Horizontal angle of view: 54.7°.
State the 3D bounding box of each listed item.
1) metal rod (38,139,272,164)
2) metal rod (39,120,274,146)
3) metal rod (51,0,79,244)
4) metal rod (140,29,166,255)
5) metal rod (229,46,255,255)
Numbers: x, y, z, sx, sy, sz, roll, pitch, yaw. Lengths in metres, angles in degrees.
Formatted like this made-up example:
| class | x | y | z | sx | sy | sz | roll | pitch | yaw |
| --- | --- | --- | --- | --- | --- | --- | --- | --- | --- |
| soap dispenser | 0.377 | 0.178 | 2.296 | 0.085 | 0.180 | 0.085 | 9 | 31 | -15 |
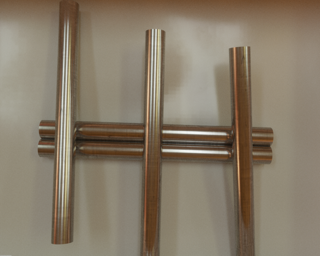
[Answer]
| class | x | y | z | sx | sy | sz | roll | pitch | yaw |
| --- | --- | --- | --- | --- | --- | --- | --- | --- | --- |
| metal rod | -0.006 | 0.031 | 0.410 | 0.302 | 0.025 | 0.025 | 2 | 90 | -1 |
| metal rod | -0.004 | 0.007 | 0.410 | 0.302 | 0.025 | 0.025 | 2 | 90 | -1 |
| metal rod | -0.117 | -0.014 | 0.385 | 0.025 | 0.025 | 0.298 | -1 | 82 | -1 |
| metal rod | -0.009 | 0.030 | 0.385 | 0.025 | 0.025 | 0.298 | 1 | 90 | -1 |
| metal rod | 0.104 | 0.052 | 0.389 | 0.025 | 0.025 | 0.298 | -4 | 98 | 0 |
